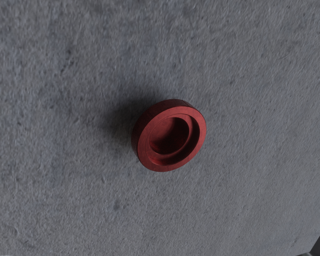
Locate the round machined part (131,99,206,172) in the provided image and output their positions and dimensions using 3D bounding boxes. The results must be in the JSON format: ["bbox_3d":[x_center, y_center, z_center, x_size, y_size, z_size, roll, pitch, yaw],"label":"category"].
[{"bbox_3d":[0.008,0.006,0.405,0.099,0.042,0.097,-14,125,-21],"label":"round machined part"}]
